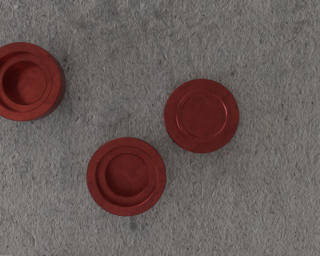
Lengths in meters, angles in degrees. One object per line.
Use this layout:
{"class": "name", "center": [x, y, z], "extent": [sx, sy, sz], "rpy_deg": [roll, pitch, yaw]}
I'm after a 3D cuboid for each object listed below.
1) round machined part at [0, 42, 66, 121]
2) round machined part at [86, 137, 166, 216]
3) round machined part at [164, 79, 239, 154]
{"class": "round machined part", "center": [-0.171, -0.057, 0.400], "extent": [0.099, 0.042, 0.097], "rpy_deg": [0, 90, 0]}
{"class": "round machined part", "center": [-0.041, 0.060, 0.401], "extent": [0.099, 0.042, 0.097], "rpy_deg": [0, 90, 0]}
{"class": "round machined part", "center": [0.054, -0.015, 0.402], "extent": [0.099, 0.042, 0.097], "rpy_deg": [0, 90, 0]}
